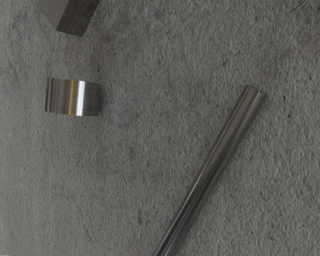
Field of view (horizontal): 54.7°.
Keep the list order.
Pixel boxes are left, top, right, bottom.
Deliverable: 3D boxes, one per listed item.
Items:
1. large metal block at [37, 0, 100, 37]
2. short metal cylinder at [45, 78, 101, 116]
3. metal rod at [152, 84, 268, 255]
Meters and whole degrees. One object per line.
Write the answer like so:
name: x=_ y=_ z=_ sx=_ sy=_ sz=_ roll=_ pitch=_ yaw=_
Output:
large metal block: x=-0.152 y=-0.212 z=0.514 sx=0.080 sy=0.050 sz=0.080 roll=51 pitch=120 yaw=28
short metal cylinder: x=-0.134 y=-0.048 z=0.480 sx=0.080 sy=0.081 sz=0.050 roll=10 pitch=97 yaw=39
metal rod: x=0.041 y=0.088 z=0.371 sx=0.025 sy=0.025 sz=0.298 roll=38 pitch=113 yaw=33
